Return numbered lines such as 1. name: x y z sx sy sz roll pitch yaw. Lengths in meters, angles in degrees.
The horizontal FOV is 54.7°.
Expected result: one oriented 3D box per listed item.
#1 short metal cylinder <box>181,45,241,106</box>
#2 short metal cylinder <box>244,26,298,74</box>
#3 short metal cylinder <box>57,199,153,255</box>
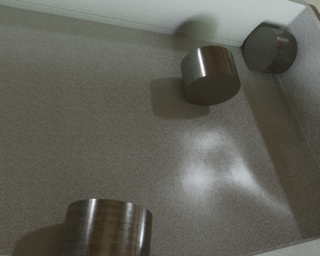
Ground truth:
1. short metal cylinder: 0.073 -0.075 0.458 0.081 0.080 0.050 8 59 -25
2. short metal cylinder: 0.201 -0.141 0.568 0.050 0.080 0.080 1 62 -28
3. short metal cylinder: -0.049 0.103 0.283 0.081 0.080 0.050 17 55 -19
